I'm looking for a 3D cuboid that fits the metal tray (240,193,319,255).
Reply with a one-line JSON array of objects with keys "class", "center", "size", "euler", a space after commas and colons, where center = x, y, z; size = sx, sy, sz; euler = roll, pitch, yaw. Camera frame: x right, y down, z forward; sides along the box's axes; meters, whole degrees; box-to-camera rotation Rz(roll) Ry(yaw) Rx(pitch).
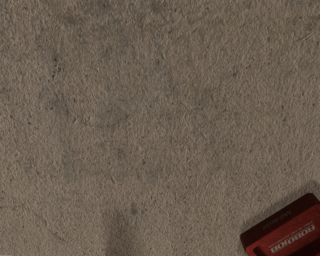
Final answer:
[{"class": "metal tray", "center": [0.202, 0.169, 0.472], "size": [0.130, 0.030, 0.090], "euler": [-37, 106, 12]}]
